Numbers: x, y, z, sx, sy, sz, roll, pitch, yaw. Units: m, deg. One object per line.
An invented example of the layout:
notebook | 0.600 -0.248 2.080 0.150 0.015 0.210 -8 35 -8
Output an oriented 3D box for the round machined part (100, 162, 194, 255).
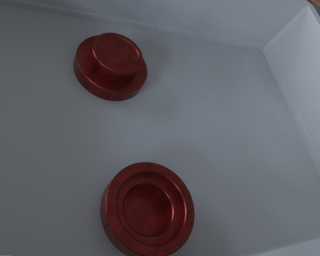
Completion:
round machined part | -0.016 0.089 0.331 0.099 0.042 0.098 14 56 -21

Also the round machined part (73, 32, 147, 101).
round machined part | -0.062 -0.088 0.415 0.099 0.042 0.098 14 56 -21

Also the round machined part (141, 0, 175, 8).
round machined part | -0.008 -0.268 0.556 0.099 0.042 0.098 13 56 -21
